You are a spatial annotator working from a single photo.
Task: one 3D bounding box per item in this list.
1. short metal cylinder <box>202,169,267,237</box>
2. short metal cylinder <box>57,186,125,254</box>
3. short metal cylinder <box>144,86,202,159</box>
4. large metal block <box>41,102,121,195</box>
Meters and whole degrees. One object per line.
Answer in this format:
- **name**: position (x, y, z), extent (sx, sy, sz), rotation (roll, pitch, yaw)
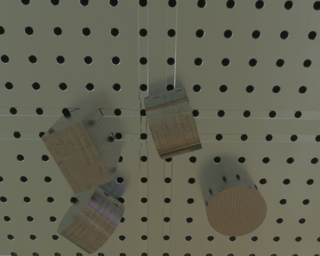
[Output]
- **short metal cylinder**: position (0.103, 0.105, 0.440), extent (0.081, 0.050, 0.079), rotation (0, 110, 0)
- **short metal cylinder**: position (-0.095, 0.124, 0.429), extent (0.050, 0.080, 0.080), rotation (42, 105, -14)
- **short metal cylinder**: position (0.017, -0.006, 0.382), extent (0.050, 0.080, 0.080), rotation (-16, 110, 6)
- **large metal block**: position (-0.094, 0.022, 0.391), extent (0.050, 0.080, 0.080), rotation (-22, 109, 8)
